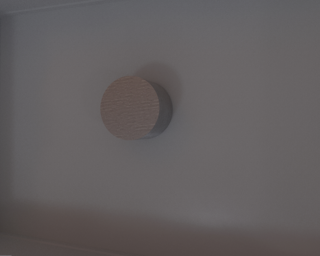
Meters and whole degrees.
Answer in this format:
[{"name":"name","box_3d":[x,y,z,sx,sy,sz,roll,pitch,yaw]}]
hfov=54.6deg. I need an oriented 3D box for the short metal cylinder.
[{"name":"short metal cylinder","box_3d":[-0.030,-0.025,0.406,0.080,0.050,0.080,0,90,20]}]
